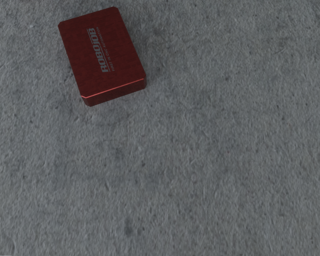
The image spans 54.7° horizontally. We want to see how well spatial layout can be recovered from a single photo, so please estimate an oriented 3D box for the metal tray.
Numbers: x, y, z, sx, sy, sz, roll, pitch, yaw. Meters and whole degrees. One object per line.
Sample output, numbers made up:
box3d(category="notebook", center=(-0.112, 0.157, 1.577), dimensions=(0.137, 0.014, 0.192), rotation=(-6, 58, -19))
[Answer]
box3d(category="metal tray", center=(-0.083, -0.104, 0.443), dimensions=(0.091, 0.030, 0.130), rotation=(-20, 71, -8))
